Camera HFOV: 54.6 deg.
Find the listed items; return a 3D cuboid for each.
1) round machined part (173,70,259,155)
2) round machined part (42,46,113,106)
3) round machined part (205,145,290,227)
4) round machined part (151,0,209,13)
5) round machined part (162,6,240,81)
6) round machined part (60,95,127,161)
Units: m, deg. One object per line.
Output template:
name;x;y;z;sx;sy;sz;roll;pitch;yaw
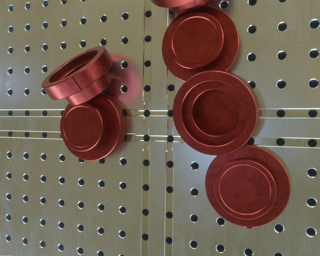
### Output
round machined part;0.068;-0.020;0.371;0.098;0.042;0.097;5;102;24
round machined part;-0.106;-0.067;0.422;0.098;0.098;0.042;-20;121;19
round machined part;0.102;0.069;0.368;0.098;0.042;0.097;0;90;20
round machined part;0.032;-0.180;0.377;0.098;0.042;0.098;-14;53;20
round machined part;0.048;-0.104;0.387;0.098;0.042;0.097;0;90;20
round machined part;-0.101;-0.002;0.440;0.098;0.042;0.097;0;90;20
